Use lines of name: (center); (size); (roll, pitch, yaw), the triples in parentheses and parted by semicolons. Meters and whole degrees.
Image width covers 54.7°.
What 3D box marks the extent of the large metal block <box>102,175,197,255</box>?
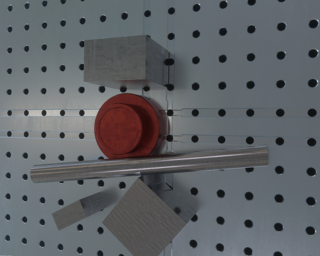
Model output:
large metal block: (-0.013, 0.117, 0.404); (0.080, 0.050, 0.080); (41, 103, 15)

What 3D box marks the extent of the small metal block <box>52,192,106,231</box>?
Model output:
small metal block: (-0.114, 0.117, 0.439); (0.050, 0.050, 0.025); (-29, 81, 18)

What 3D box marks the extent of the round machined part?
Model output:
round machined part: (-0.047, 0.001, 0.420); (0.098, 0.042, 0.097); (0, 90, 20)

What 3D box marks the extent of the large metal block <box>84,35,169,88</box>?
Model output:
large metal block: (-0.040, -0.080, 0.397); (0.080, 0.080, 0.050); (1, 91, 20)

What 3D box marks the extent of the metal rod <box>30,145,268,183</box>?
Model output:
metal rod: (-0.021, 0.048, 0.394); (0.301, 0.025, 0.025); (-6, 88, 10)
